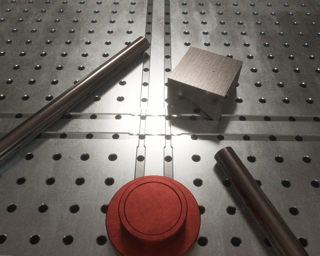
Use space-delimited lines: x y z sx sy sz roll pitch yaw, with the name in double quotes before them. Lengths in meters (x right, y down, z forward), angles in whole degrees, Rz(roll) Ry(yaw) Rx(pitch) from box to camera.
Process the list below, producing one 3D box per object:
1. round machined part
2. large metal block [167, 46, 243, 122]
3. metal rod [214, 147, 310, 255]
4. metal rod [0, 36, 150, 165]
"round machined part" -0.007 0.091 0.320 0.099 0.042 0.098 0 50 0
"large metal block" 0.064 -0.065 0.447 0.080 0.050 0.080 21 53 16
"metal rod" 0.138 0.137 0.294 0.025 0.025 0.300 -18 53 -15
"metal rod" -0.117 -0.053 0.450 0.025 0.025 0.301 30 56 22
